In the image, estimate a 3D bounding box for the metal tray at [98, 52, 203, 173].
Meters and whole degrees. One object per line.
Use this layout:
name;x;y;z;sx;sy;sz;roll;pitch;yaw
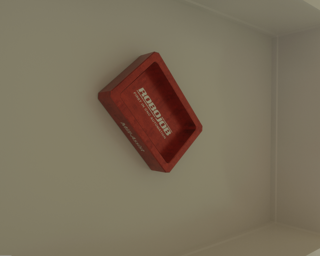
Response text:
metal tray;-0.006;-0.018;0.396;0.090;0.030;0.130;-49;119;-29
